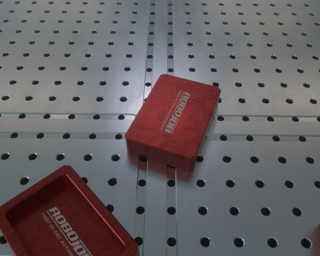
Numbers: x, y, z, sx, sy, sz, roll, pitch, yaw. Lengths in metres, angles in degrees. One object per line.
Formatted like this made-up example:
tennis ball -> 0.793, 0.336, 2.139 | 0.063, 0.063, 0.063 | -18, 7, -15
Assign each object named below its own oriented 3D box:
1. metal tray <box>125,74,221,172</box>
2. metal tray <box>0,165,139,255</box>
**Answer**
metal tray -> 0.021, -0.013, 0.416 | 0.090, 0.030, 0.130 | 17, 52, 13
metal tray -> -0.094, 0.108, 0.313 | 0.090, 0.030, 0.130 | -35, 58, -26
